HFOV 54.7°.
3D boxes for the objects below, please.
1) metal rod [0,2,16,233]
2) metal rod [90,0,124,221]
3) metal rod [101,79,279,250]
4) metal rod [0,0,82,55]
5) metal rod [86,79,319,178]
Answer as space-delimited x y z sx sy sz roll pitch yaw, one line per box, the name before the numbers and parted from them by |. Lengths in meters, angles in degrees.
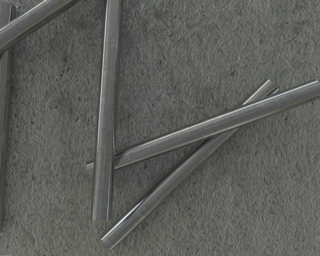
metal rod | -0.212 -0.012 0.408 0.025 0.025 0.298 4 90 0
metal rod | -0.065 -0.039 0.391 0.025 0.025 0.298 2 83 0
metal rod | 0.039 0.047 0.410 0.300 0.025 0.025 -44 90 0
metal rod | -0.163 -0.133 0.389 0.301 0.025 0.025 -38 90 -8
metal rod | 0.049 0.004 0.390 0.301 0.025 0.025 -20 90 7
